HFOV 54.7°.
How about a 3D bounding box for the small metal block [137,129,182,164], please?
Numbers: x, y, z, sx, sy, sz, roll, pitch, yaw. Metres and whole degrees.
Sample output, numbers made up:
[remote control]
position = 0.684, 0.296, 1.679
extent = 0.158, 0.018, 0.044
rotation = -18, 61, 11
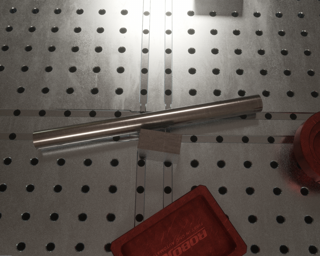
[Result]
[small metal block]
position = 0.000, 0.024, 0.390
extent = 0.050, 0.050, 0.025
rotation = 8, 70, 3

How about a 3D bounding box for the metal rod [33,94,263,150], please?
[metal rod]
position = -0.013, -0.009, 0.414
extent = 0.302, 0.025, 0.025
rotation = -10, 71, -4

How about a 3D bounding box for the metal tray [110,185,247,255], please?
[metal tray]
position = 0.021, 0.138, 0.358
extent = 0.131, 0.030, 0.090
rotation = -31, 73, -11

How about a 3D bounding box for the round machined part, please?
[round machined part]
position = 0.219, 0.029, 0.395
extent = 0.099, 0.042, 0.098
rotation = 0, 70, -1
